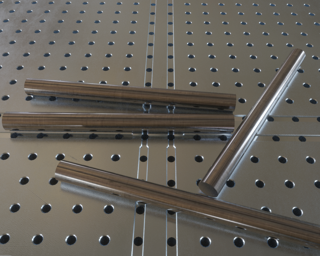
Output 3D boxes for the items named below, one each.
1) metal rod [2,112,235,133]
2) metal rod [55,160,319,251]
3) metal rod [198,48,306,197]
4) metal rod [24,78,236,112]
[{"bbox_3d":[-0.054,-0.008,0.414,0.302,0.025,0.025,1,50,0],"label":"metal rod"},{"bbox_3d":[0.028,0.082,0.339,0.301,0.025,0.025,12,51,10],"label":"metal rod"},{"bbox_3d":[0.140,-0.025,0.429,0.025,0.025,0.301,28,55,21],"label":"metal rod"},{"bbox_3d":[-0.044,-0.048,0.448,0.301,0.025,0.025,5,50,4],"label":"metal rod"}]
